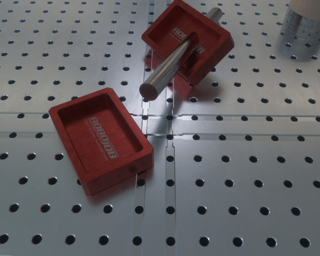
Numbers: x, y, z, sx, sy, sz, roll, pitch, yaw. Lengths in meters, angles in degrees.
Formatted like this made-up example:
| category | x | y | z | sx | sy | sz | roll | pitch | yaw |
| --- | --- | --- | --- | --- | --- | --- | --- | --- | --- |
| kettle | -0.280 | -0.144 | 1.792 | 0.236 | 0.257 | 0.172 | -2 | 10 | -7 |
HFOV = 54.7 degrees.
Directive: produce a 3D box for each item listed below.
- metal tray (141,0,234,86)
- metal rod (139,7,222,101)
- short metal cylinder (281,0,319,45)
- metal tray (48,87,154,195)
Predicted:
| category | x | y | z | sx | sy | sz | roll | pitch | yaw |
| --- | --- | --- | --- | --- | --- | --- | --- | --- | --- |
| metal tray | 0.041 | -0.139 | 0.493 | 0.090 | 0.030 | 0.130 | -46 | 58 | 5 |
| metal rod | 0.047 | -0.131 | 0.486 | 0.025 | 0.025 | 0.301 | 19 | 43 | 15 |
| short metal cylinder | 0.266 | -0.194 | 0.556 | 0.081 | 0.050 | 0.080 | 0 | 50 | 0 |
| metal tray | -0.076 | 0.010 | 0.394 | 0.091 | 0.030 | 0.130 | -23 | 54 | -19 |
